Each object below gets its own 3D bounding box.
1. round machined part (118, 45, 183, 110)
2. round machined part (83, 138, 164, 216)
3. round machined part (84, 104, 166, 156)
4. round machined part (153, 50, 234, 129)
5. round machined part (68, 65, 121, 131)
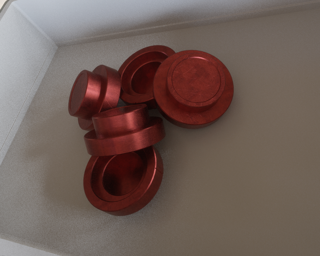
[{"bbox_3d":[-0.011,-0.066,0.438,0.098,0.042,0.098,-13,56,21],"label":"round machined part"},{"bbox_3d":[-0.040,0.059,0.377,0.098,0.042,0.098,-13,56,21],"label":"round machined part"},{"bbox_3d":[-0.045,-0.002,0.381,0.098,0.098,0.042,-6,103,25],"label":"round machined part"},{"bbox_3d":[0.041,-0.051,0.374,0.099,0.042,0.098,1,76,-3],"label":"round machined part"},{"bbox_3d":[-0.099,-0.045,0.444,0.098,0.042,0.098,-29,53,48],"label":"round machined part"}]
